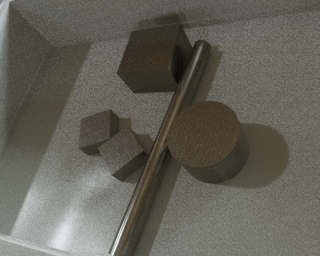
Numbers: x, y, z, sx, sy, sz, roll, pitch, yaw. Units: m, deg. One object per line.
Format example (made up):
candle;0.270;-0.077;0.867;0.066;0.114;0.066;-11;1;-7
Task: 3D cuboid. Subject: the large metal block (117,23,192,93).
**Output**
large metal block;-0.006;-0.100;0.452;0.080;0.050;0.080;1;62;28

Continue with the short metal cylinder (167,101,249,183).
short metal cylinder;0.055;0.016;0.350;0.080;0.050;0.080;-13;56;20

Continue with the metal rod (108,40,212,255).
metal rod;0.008;0.012;0.392;0.025;0.025;0.300;9;66;32

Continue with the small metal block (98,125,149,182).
small metal block;-0.047;0.033;0.408;0.050;0.025;0.050;-38;51;2

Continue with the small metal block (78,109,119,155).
small metal block;-0.087;0.007;0.446;0.050;0.025;0.050;-16;55;18
